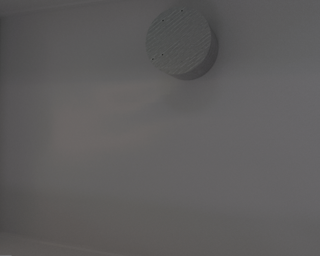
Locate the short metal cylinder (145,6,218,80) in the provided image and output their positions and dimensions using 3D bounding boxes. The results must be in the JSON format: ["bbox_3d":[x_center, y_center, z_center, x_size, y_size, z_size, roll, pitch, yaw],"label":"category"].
[{"bbox_3d":[0.029,-0.103,0.387,0.080,0.050,0.080,0,90,20],"label":"short metal cylinder"}]
